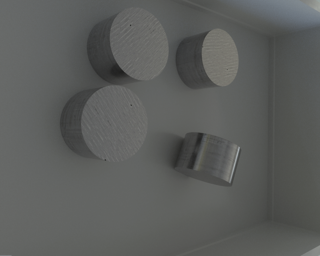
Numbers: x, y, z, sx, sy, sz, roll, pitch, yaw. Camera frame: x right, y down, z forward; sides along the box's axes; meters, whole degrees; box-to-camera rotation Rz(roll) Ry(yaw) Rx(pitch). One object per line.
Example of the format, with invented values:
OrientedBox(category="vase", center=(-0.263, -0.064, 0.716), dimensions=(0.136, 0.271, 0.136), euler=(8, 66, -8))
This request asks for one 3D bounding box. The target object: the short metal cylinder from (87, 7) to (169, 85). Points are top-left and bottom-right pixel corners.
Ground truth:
OrientedBox(category="short metal cylinder", center=(-0.037, -0.093, 0.361), dimensions=(0.081, 0.050, 0.079), euler=(0, 90, -40))

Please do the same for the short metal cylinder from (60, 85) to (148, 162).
OrientedBox(category="short metal cylinder", center=(-0.061, -0.005, 0.341), dimensions=(0.081, 0.050, 0.079), euler=(0, 90, -40))

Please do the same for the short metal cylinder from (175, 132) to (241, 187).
OrientedBox(category="short metal cylinder", center=(0.066, 0.044, 0.429), dimensions=(0.080, 0.080, 0.050), euler=(30, 71, -36))

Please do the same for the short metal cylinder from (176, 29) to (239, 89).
OrientedBox(category="short metal cylinder", center=(0.069, -0.098, 0.451), dimensions=(0.081, 0.050, 0.079), euler=(0, 90, -40))
